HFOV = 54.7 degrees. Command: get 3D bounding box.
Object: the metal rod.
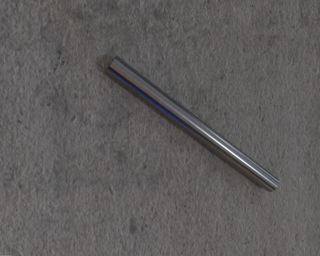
[{"bbox_3d":[0.055,0.003,0.430,0.301,0.025,0.025,36,78,-17],"label":"metal rod"}]
